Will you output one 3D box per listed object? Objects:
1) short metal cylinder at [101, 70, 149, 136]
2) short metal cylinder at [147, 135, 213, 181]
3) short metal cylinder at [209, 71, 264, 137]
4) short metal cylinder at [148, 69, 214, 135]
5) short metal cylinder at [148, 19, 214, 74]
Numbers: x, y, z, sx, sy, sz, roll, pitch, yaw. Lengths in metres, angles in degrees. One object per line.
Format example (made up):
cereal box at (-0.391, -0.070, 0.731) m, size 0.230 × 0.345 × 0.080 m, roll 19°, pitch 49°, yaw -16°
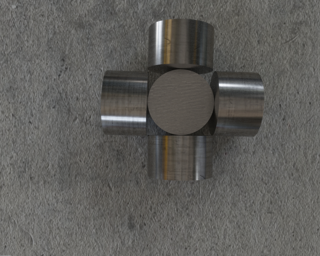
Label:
short metal cylinder at (-0.040, -0.030, 0.383) m, size 0.050 × 0.080 × 0.079 m, roll 2°, pitch 90°, yaw 0°
short metal cylinder at (0.025, 0.034, 0.384) m, size 0.081 × 0.080 × 0.050 m, roll 0°, pitch 90°, yaw -1°
short metal cylinder at (0.091, -0.030, 0.385) m, size 0.050 × 0.080 × 0.079 m, roll 2°, pitch 90°, yaw 0°
short metal cylinder at (0.025, -0.031, 0.399) m, size 0.081 × 0.050 × 0.079 m, roll 0°, pitch 90°, yaw -1°
short metal cylinder at (0.026, -0.097, 0.383) m, size 0.081 × 0.080 × 0.050 m, roll 2°, pitch 91°, yaw -1°
